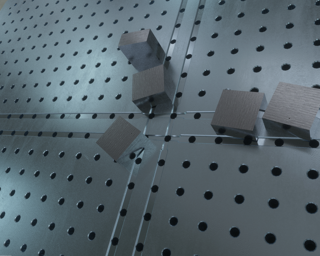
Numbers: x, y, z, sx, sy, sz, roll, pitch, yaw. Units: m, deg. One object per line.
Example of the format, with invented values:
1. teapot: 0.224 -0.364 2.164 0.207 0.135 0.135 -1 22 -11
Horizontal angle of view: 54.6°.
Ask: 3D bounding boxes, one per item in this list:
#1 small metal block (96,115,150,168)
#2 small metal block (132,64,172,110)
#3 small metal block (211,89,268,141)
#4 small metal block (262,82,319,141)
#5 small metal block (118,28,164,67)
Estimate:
1. small metal block: -0.051 0.018 0.425 0.050 0.025 0.050 35 81 38
2. small metal block: -0.012 -0.059 0.452 0.050 0.025 0.050 -15 56 20
3. small metal block: 0.095 -0.016 0.369 0.050 0.025 0.050 10 67 32
4. small metal block: 0.149 -0.020 0.343 0.050 0.025 0.050 19 72 35
5. small metal block: -0.029 -0.124 0.485 0.050 0.050 0.025 -2 61 27
